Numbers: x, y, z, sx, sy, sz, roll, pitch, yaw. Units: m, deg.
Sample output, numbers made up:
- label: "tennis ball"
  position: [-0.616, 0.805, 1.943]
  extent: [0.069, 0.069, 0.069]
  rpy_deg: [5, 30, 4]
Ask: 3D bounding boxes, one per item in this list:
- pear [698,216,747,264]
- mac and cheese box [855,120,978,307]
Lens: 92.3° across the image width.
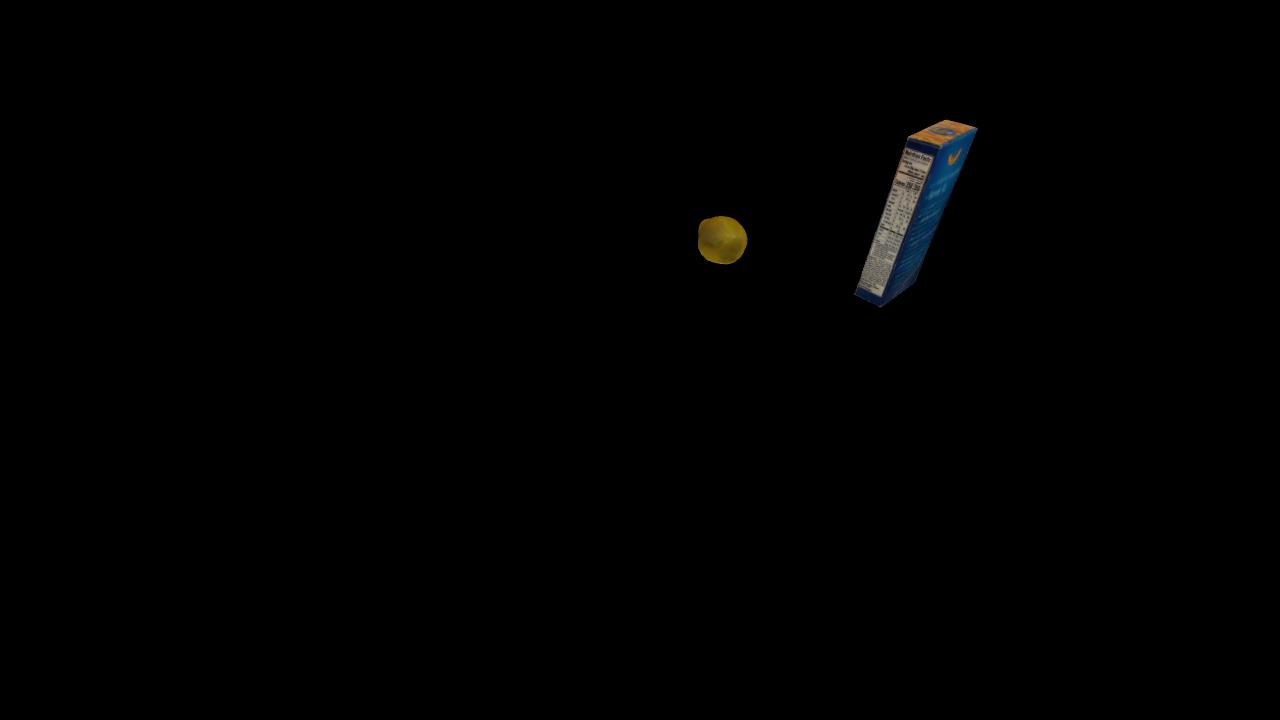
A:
- label: "pear"
  position: [0.120, -0.204, 0.987]
  extent: [0.080, 0.080, 0.111]
  rpy_deg: [0, 38, -38]
- label: "mac and cheese box"
  position: [0.294, -0.155, 0.665]
  extent: [0.093, 0.184, 0.041]
  rpy_deg: [-29, 50, -35]
